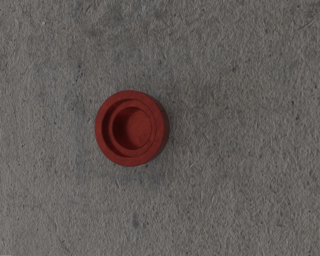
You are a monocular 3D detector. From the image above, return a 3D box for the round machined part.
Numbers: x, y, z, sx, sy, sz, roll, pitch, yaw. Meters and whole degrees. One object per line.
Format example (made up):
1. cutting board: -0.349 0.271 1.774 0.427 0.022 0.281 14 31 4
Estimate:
1. round machined part: -0.033 0.000 0.412 0.098 0.042 0.097 0 90 20
